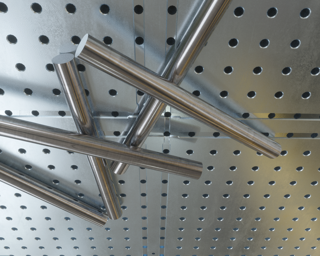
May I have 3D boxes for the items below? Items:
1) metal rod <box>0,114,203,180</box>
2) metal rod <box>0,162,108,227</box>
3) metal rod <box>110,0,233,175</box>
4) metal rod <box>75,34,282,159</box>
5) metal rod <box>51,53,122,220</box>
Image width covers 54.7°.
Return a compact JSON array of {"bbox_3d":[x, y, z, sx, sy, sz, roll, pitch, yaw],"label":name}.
[{"bbox_3d":[-0.089,0.023,0.395,0.302,0.025,0.025,14,129,-13],"label":"metal rod"},{"bbox_3d":[-0.210,0.086,0.481,0.301,0.025,0.025,35,122,-27],"label":"metal rod"},{"bbox_3d":[0.004,-0.043,0.375,0.025,0.025,0.298,20,127,-17],"label":"metal rod"},{"bbox_3d":[0.045,-0.023,0.366,0.302,0.025,0.025,25,126,-30],"label":"metal rod"},{"bbox_3d":[-0.093,0.035,0.440,0.025,0.025,0.298,-5,130,3],"label":"metal rod"}]
